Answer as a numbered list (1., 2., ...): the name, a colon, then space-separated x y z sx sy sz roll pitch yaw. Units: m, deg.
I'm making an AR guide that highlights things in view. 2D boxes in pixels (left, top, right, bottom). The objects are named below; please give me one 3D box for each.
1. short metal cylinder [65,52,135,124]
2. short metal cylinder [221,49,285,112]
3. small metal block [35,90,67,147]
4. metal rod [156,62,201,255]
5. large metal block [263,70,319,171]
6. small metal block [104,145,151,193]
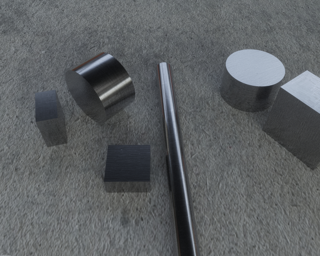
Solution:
1. short metal cylinder: -0.079 -0.053 0.411 0.080 0.080 0.050 35 58 25
2. short metal cylinder: 0.131 -0.069 0.447 0.081 0.050 0.080 0 50 0
3. small metal block: -0.139 -0.012 0.395 0.025 0.050 0.050 -12 51 -10
4. metal rod: 0.017 0.023 0.384 0.025 0.025 0.300 -3 50 -3
5. large metal block: 0.183 -0.009 0.378 0.050 0.080 0.080 -30 57 -23
6. small metal block: -0.036 0.047 0.363 0.050 0.025 0.050 0 50 -1
